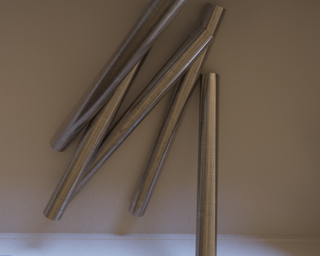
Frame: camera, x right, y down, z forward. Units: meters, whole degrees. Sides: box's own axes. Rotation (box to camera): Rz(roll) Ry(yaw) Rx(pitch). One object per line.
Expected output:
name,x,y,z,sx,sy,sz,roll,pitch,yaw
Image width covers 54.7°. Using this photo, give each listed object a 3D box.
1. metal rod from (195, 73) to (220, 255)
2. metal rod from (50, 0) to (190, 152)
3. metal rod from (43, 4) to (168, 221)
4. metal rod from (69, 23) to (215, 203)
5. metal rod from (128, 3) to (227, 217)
metal rod,0.058,0.082,0.376,0.025,0.025,0.298,2,85,-1
metal rod,-0.050,-0.055,0.324,0.025,0.025,0.299,37,131,-13
metal rod,-0.071,-0.013,0.385,0.025,0.025,0.299,28,100,-10
metal rod,-0.043,-0.005,0.395,0.025,0.025,0.299,38,110,-13
metal rod,0.016,-0.010,0.408,0.025,0.025,0.298,18,109,-7
